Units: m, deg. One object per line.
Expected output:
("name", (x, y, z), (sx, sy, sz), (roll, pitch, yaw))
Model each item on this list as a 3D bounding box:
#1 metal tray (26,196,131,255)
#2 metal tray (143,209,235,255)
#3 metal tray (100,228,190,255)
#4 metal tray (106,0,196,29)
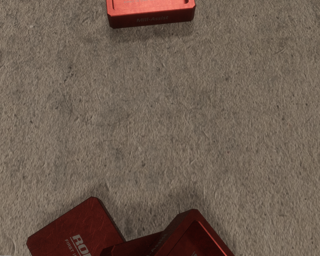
("metal tray", (-0.077, 0.156, 0.348), (0.090, 0.030, 0.130), (-33, 74, -12))
("metal tray", (0.021, 0.155, 0.304), (0.090, 0.030, 0.131), (52, 47, 0))
("metal tray", (-0.002, 0.178, 0.317), (0.091, 0.030, 0.130), (-2, 66, -37))
("metal tray", (-0.017, -0.206, 0.480), (0.131, 0.030, 0.090), (-7, 70, -3))
